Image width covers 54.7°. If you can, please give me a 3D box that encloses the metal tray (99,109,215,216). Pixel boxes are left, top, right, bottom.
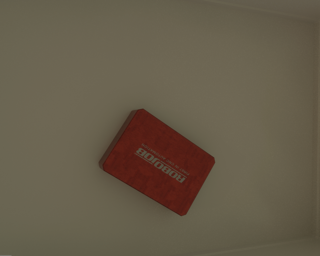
[{"bbox_3d":[-0.001,0.046,0.409,0.130,0.030,0.090,34,79,-17],"label":"metal tray"}]
